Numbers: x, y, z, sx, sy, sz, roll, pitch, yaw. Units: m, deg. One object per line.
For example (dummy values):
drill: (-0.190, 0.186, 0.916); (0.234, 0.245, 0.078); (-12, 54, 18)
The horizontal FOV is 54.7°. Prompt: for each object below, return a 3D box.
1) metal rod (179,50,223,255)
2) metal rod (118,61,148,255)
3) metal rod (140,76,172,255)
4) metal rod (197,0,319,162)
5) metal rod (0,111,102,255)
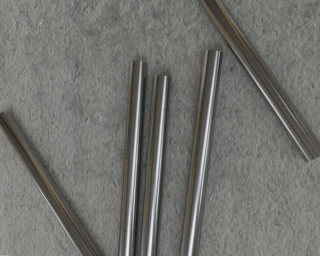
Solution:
metal rod: (0.049, 0.054, 0.391); (0.025, 0.025, 0.298); (7, 92, 19)
metal rod: (-0.038, 0.060, 0.421); (0.025, 0.025, 0.298); (4, 91, 19)
metal rod: (-0.008, 0.082, 0.410); (0.025, 0.025, 0.298); (5, 92, 19)
metal rod: (0.100, -0.095, 0.373); (0.025, 0.025, 0.299); (-33, 80, 17)
metal rod: (-0.163, 0.098, 0.464); (0.025, 0.025, 0.299); (-40, 78, 15)
